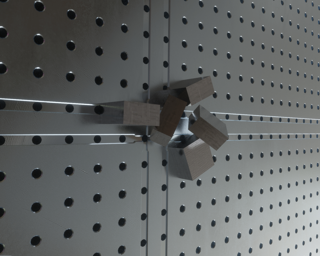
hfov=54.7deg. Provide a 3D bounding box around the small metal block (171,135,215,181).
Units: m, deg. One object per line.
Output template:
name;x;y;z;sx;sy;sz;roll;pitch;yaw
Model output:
small metal block;0.049;0.042;0.453;0.050;0.025;0.050;-28;108;-37

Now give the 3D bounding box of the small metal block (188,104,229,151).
small metal block;0.068;-0.002;0.441;0.050;0.025;0.050;36;22;-9

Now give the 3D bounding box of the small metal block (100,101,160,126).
small metal block;-0.036;-0.016;0.365;0.050;0.050;0.025;3;88;-40

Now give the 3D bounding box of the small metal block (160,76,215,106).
small metal block;0.038;-0.050;0.427;0.050;0.050;0.025;-29;109;-36

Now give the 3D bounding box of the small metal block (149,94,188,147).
small metal block;0.009;-0.008;0.399;0.025;0.050;0.050;25;71;-1
